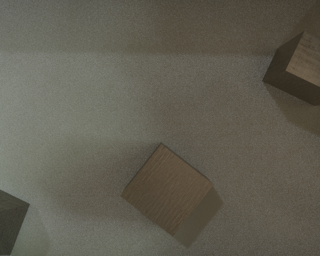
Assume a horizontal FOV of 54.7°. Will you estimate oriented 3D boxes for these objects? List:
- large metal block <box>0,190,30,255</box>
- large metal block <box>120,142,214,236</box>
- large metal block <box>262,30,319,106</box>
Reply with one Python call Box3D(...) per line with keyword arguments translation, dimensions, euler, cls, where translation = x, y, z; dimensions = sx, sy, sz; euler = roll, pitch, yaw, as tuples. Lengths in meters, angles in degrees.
Box3D(translation=(-0.218, 0.127, 0.378), dimensions=(0.050, 0.080, 0.080), euler=(21, 90, 13), cls="large metal block")
Box3D(translation=(0.009, 0.075, 0.399), dimensions=(0.080, 0.050, 0.080), euler=(38, 90, 0), cls="large metal block")
Box3D(translation=(0.187, -0.070, 0.385), dimensions=(0.080, 0.080, 0.050), euler=(25, 90, 0), cls="large metal block")
